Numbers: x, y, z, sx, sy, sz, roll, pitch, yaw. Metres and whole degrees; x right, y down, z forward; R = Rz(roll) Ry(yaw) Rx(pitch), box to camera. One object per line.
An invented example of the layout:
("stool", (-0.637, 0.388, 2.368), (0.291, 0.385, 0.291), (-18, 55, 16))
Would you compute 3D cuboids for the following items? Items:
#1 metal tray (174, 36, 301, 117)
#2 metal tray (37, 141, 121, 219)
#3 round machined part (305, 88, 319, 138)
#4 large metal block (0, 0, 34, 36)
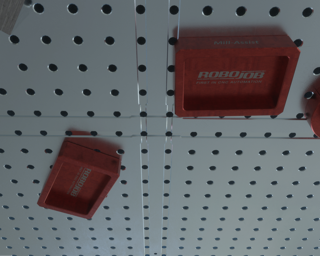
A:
("metal tray", (0.082, -0.057, 0.359), (0.131, 0.030, 0.089), (-1, 130, 0))
("metal tray", (-0.126, 0.086, 0.479), (0.091, 0.030, 0.129), (22, 127, -18))
("round machined part", (0.241, -0.017, 0.388), (0.099, 0.042, 0.097), (0, 130, 0))
("large metal block", (-0.149, -0.144, 0.271), (0.080, 0.050, 0.080), (28, 125, -22))
